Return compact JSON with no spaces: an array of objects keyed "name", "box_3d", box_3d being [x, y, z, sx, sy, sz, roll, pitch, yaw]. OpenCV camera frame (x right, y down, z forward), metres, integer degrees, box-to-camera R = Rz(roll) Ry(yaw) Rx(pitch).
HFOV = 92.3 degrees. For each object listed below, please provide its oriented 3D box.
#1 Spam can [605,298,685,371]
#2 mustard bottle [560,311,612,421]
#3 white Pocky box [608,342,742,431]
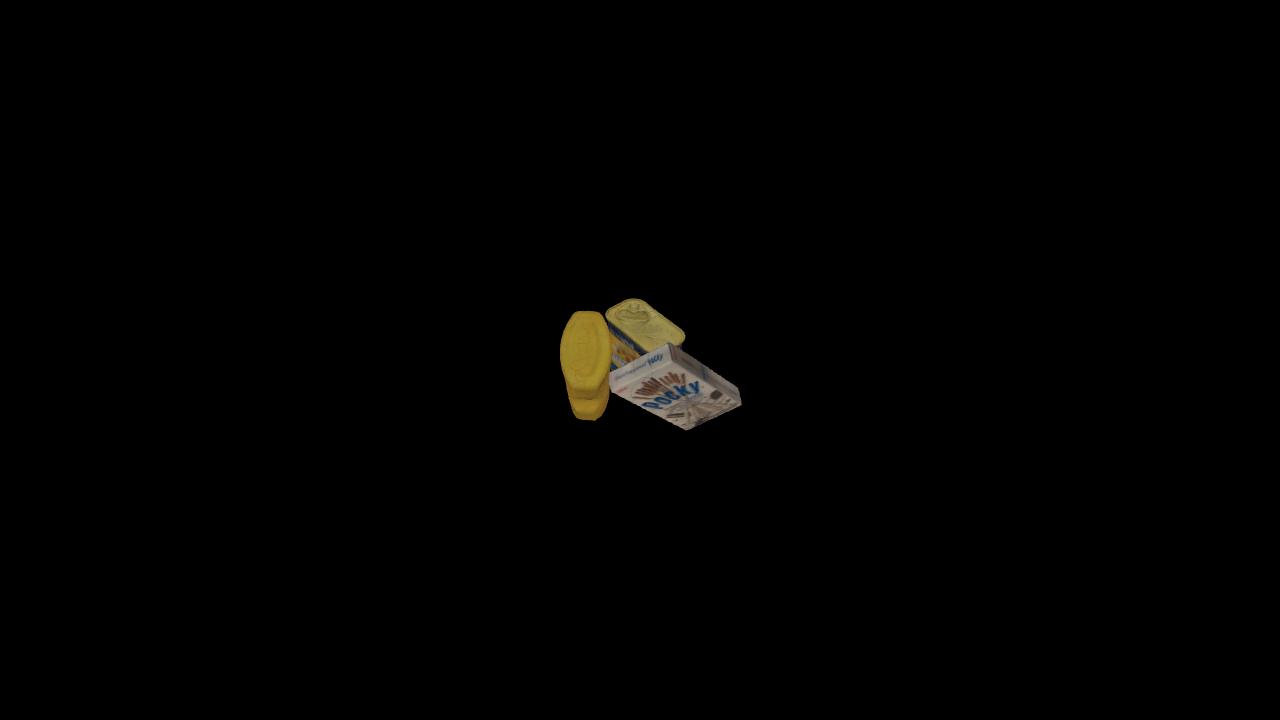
[{"name":"Spam can","box_3d":[0.004,-0.011,0.746,0.058,0.085,0.101,-29,51,-29]},{"name":"mustard bottle","box_3d":[-0.059,0.022,0.708,0.054,0.092,0.184,-4,-22,-4]},{"name":"white Pocky box","box_3d":[0.044,0.034,0.698,0.084,0.028,0.154,-28,-36,26]}]
